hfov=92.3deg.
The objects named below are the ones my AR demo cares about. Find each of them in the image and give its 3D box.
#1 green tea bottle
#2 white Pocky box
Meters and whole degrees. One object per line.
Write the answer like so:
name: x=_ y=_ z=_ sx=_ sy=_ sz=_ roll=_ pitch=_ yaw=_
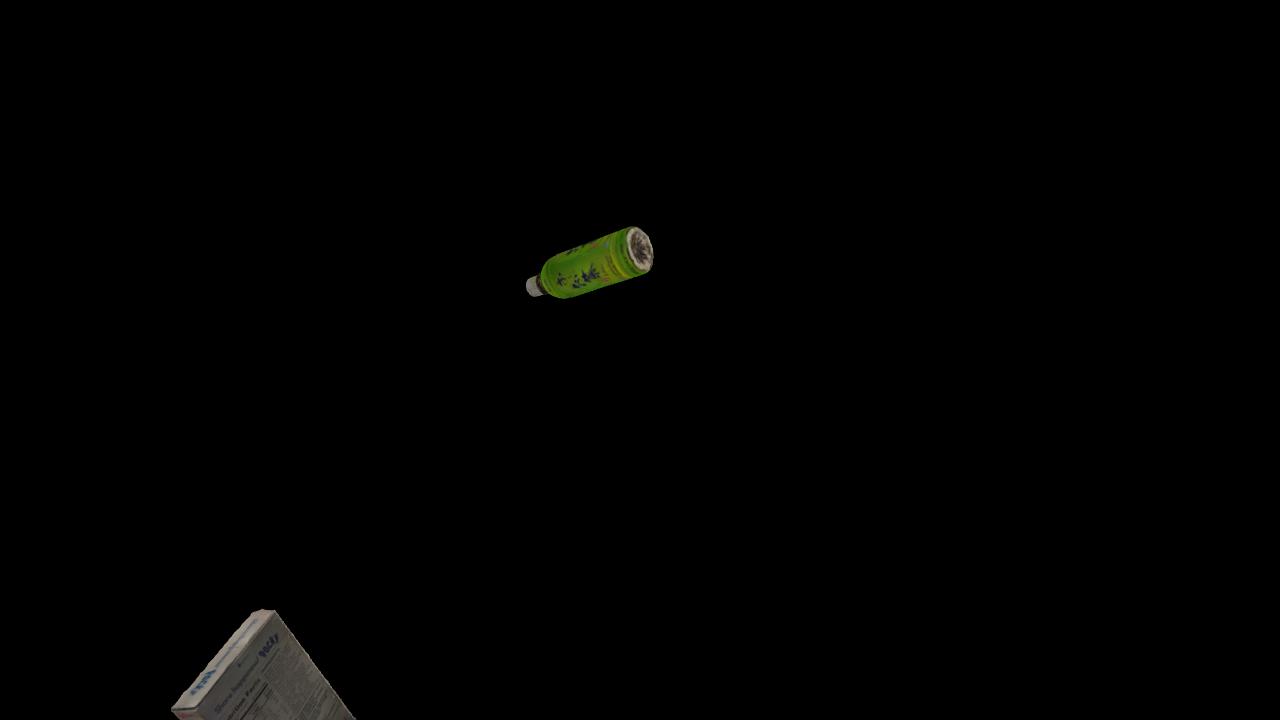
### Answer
green tea bottle: x=-0.082 y=-0.133 z=0.906 sx=0.212 sy=0.073 sz=0.073 roll=-15 pitch=-9 yaw=34
white Pocky box: x=-0.283 y=0.283 z=0.483 sx=0.028 sy=0.154 sz=0.084 roll=-10 pitch=26 yaw=15
